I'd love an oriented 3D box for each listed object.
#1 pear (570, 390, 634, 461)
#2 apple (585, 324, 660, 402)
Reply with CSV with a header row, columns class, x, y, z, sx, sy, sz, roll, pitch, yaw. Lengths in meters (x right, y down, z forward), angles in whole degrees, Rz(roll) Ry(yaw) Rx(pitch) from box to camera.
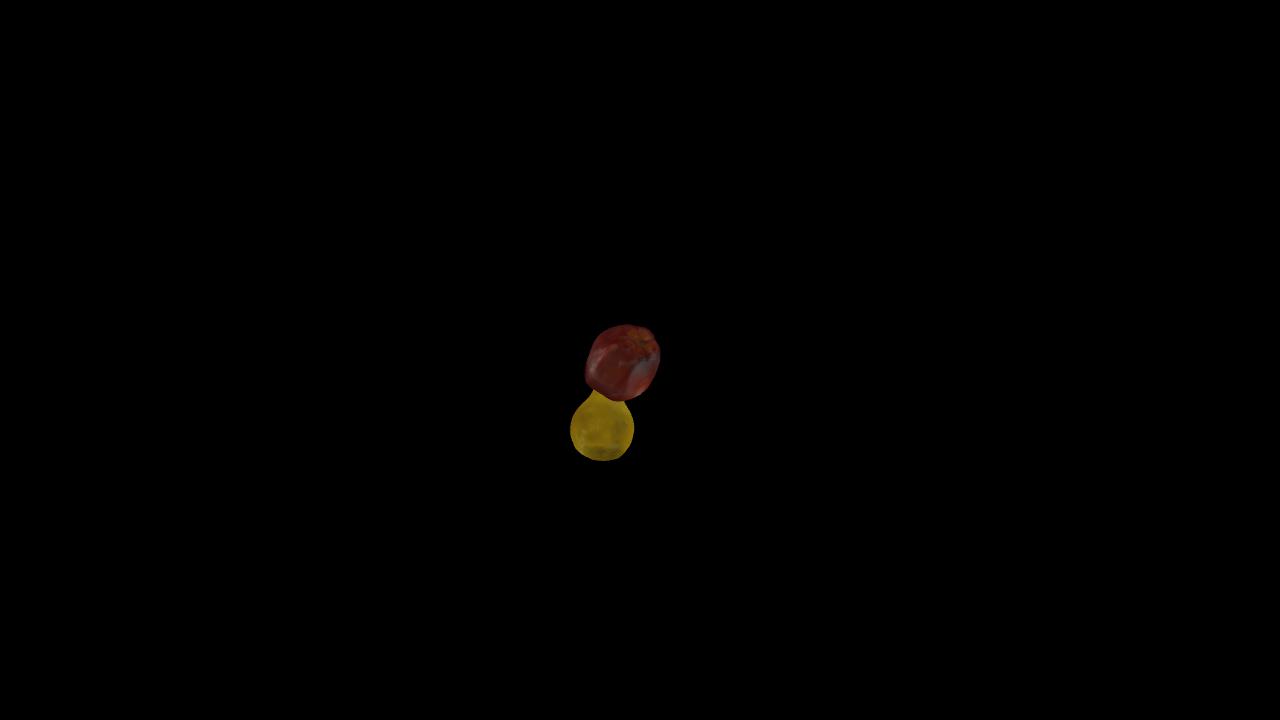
class,x,y,z,sx,sy,sz,roll,pitch,yaw
pear,-0.043,0.060,0.723,0.080,0.111,0.080,0,-36,0
apple,-0.018,0.002,0.662,0.079,0.079,0.093,0,-32,-29
